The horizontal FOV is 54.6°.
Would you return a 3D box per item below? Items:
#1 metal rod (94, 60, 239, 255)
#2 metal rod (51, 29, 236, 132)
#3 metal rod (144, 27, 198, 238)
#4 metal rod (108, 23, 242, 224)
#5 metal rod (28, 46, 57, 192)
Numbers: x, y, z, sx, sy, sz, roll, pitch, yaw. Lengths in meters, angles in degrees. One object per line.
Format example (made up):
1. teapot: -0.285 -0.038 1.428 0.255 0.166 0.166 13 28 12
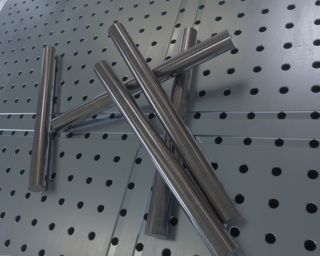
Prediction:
1. metal rod: -0.010 0.016 0.368 0.025 0.025 0.300 -38 58 3
2. metal rod: -0.039 -0.058 0.442 0.300 0.025 0.025 -23 53 23
3. metal rod: 0.020 -0.013 0.406 0.025 0.025 0.300 -4 60 26
4. metal rod: 0.005 -0.023 0.379 0.025 0.025 0.299 -33 64 7
5. metal rod: -0.199 -0.033 0.534 0.025 0.025 0.300 -21 54 16
